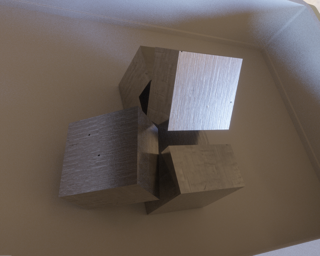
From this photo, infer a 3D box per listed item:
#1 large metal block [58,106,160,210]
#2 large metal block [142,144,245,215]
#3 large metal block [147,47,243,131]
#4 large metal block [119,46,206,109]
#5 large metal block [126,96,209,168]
[{"bbox_3d":[-0.048,0.032,0.313,0.050,0.080,0.080,51,32,-54],"label":"large metal block"},{"bbox_3d":[0.033,0.058,0.351,0.081,0.080,0.050,0,62,-29],"label":"large metal block"},{"bbox_3d":[0.037,-0.043,0.344,0.081,0.079,0.050,-1,17,-29],"label":"large metal block"},{"bbox_3d":[0.001,-0.057,0.404,0.081,0.080,0.050,-1,63,-29],"label":"large metal block"},{"bbox_3d":[0.009,0.008,0.391,0.081,0.050,0.080,-1,62,-29],"label":"large metal block"}]
